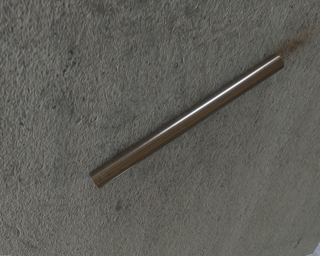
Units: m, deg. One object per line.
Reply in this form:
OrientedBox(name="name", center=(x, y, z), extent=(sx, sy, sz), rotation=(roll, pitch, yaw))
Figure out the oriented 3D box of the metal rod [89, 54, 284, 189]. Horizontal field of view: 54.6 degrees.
OrientedBox(name="metal rod", center=(0.041, -0.013, 0.420), extent=(0.301, 0.025, 0.025), rotation=(-33, 129, -7))
